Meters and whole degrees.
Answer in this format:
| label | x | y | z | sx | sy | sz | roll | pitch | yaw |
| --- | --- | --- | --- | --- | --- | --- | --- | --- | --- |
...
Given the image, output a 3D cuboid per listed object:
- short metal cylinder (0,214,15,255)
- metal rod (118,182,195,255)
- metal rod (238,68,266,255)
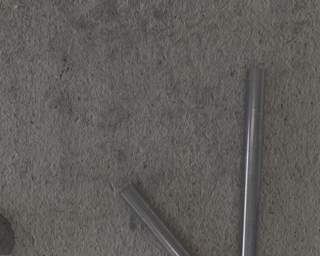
| label | x | y | z | sx | sy | sz | roll | pitch | yaw |
| --- | --- | --- | --- | --- | --- | --- | --- | --- | --- |
| short metal cylinder | -0.238 | 0.151 | 0.396 | 0.081 | 0.050 | 0.080 | 0 | 90 | 0 |
| metal rod | 0.051 | 0.195 | 0.410 | 0.025 | 0.025 | 0.300 | -40 | 90 | 0 |
| metal rod | 0.121 | 0.072 | 0.411 | 0.025 | 0.025 | 0.298 | 3 | 90 | 0 |
